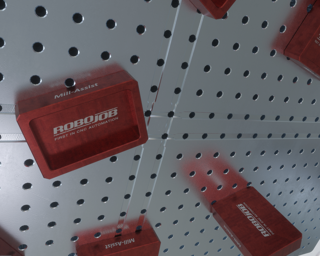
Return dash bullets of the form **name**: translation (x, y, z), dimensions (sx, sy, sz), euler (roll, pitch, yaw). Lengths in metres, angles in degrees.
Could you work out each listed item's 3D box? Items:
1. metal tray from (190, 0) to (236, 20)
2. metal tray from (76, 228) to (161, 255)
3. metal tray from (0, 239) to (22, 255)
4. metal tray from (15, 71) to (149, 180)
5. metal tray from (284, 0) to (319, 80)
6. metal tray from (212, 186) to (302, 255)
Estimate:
- **metal tray**: translation (0.071, -0.195, 0.325), dimensions (0.090, 0.030, 0.130), euler (33, 100, -38)
- **metal tray**: translation (-0.069, 0.220, 0.506), dimensions (0.131, 0.030, 0.089), euler (-5, 121, -26)
- **metal tray**: translation (-0.252, 0.193, 0.389), dimensions (0.131, 0.030, 0.090), euler (-30, 129, -9)
- **metal tray**: translation (-0.084, -0.004, 0.358), dimensions (0.131, 0.030, 0.090), euler (-20, 126, -16)
- **metal tray**: translation (0.258, -0.124, 0.470), dimensions (0.131, 0.030, 0.090), euler (18, 109, -35)
- **metal tray**: translation (0.162, 0.166, 0.533), dimensions (0.091, 0.130, 0.030), euler (-21, 126, -16)
